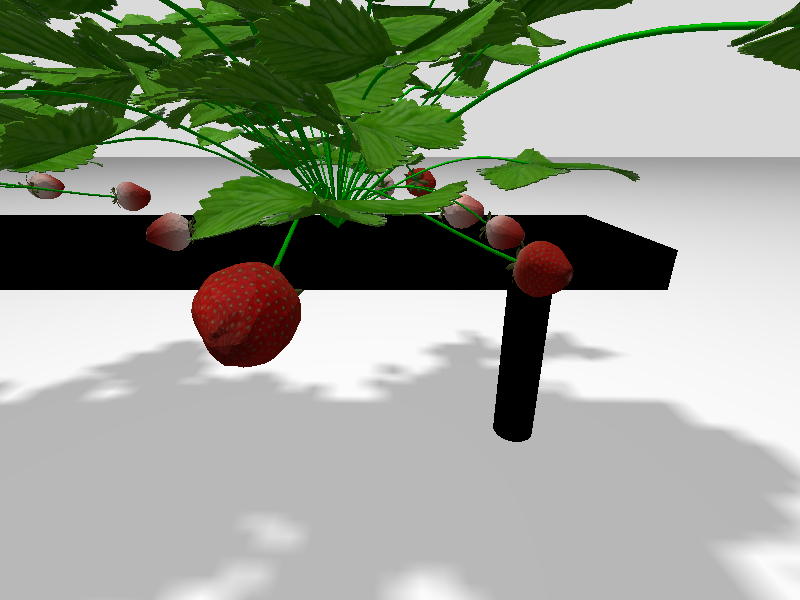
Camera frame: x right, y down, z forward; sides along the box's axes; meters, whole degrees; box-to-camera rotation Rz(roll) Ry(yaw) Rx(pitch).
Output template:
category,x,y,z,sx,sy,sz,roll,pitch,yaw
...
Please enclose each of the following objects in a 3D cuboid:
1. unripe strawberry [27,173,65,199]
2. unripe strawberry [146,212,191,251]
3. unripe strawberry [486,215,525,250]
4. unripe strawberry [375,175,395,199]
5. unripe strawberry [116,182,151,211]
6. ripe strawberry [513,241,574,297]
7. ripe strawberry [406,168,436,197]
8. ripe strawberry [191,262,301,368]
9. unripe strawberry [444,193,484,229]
category,x,y,z,sx,sy,sz,roll,pitch,yaw
unripe strawberry,-0.455,-0.147,0.516,0.037,0.032,0.037,6,21,14
unripe strawberry,-0.156,-0.045,0.269,0.027,0.026,0.025,-17,27,-36
unripe strawberry,0.071,-0.045,0.268,0.026,0.022,0.026,27,31,25
unripe strawberry,-0.019,-0.148,0.524,0.026,0.030,0.029,4,14,10
unripe strawberry,-0.291,-0.114,0.440,0.032,0.031,0.030,-9,23,-24
ripe strawberry,0.068,-0.014,0.188,0.025,0.026,0.027,-15,26,-33
ripe strawberry,0.029,-0.157,0.538,0.042,0.037,0.038,8,13,20
ripe strawberry,-0.049,0.006,0.125,0.033,0.035,0.036,-1,22,-1
unripe strawberry,0.053,-0.074,0.335,0.033,0.029,0.033,3,21,5
